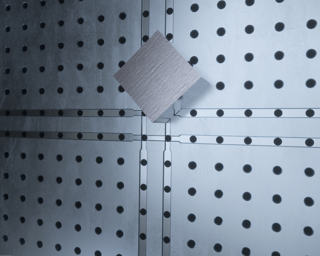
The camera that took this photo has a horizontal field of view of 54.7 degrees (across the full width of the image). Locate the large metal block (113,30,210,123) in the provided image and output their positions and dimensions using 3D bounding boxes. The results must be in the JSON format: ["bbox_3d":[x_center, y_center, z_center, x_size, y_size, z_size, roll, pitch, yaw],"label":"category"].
[{"bbox_3d":[0.003,-0.063,0.398,0.080,0.050,0.080,-43,77,14],"label":"large metal block"}]
